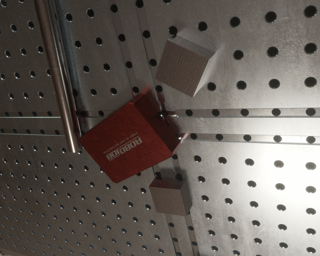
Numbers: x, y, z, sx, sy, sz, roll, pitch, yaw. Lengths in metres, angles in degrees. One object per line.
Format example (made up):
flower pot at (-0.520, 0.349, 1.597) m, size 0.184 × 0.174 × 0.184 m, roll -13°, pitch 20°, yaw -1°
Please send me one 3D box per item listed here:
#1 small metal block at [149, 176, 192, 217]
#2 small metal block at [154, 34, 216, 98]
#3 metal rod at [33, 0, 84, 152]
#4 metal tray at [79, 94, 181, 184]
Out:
small metal block at (0.017, 0.102, 0.464) m, size 0.050 × 0.025 × 0.050 m, roll 0°, pitch 118°, yaw 28°
small metal block at (0.028, -0.070, 0.352) m, size 0.050 × 0.025 × 0.050 m, roll 28°, pitch 128°, yaw 10°
metal rod at (-0.141, -0.096, 0.424) m, size 0.025 × 0.025 × 0.298 m, roll 11°, pitch 123°, yaw 22°
metal tray at (-0.047, 0.020, 0.443) m, size 0.130 × 0.030 × 0.090 m, roll -31°, pitch 102°, yaw 37°
